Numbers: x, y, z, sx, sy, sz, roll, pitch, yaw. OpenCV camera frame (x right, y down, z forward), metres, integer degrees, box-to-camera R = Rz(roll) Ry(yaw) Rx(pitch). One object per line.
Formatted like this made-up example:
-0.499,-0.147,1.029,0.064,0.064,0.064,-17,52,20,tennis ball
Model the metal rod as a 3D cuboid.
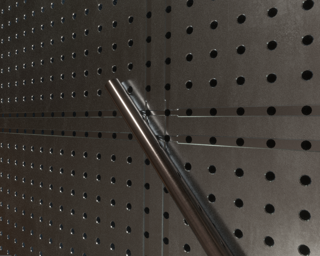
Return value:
0.004,0.048,0.404,0.025,0.025,0.299,-48,62,29,metal rod
